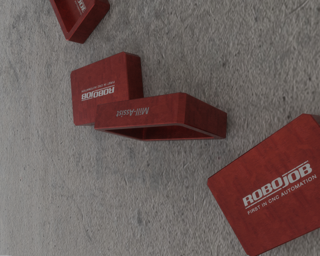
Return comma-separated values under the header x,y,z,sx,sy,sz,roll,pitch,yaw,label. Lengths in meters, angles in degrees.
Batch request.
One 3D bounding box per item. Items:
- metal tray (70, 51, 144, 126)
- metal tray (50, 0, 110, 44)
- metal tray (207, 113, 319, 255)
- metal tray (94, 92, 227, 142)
x,y,z,sx,sy,sz,roll,pitch,yaw,label
-0.084,-0.054,0.471,0.130,0.030,0.089,-8,85,39,metal tray
-0.141,-0.219,0.518,0.090,0.030,0.130,-39,66,33,metal tray
0.119,0.058,0.303,0.129,0.030,0.090,-42,65,31,metal tray
-0.001,-0.008,0.360,0.130,0.090,0.030,-4,76,40,metal tray
